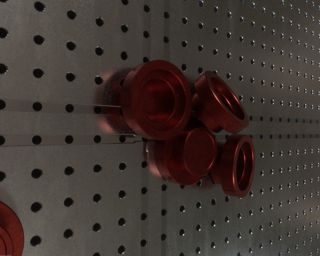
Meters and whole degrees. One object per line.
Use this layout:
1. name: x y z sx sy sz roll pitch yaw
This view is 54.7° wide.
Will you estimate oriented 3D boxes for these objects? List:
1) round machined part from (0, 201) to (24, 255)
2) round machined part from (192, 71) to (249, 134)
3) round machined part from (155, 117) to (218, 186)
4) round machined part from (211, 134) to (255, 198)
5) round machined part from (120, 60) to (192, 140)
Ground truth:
1. round machined part: -0.165 0.106 0.260 0.099 0.042 0.097 0 90 -40
2. round machined part: 0.082 -0.032 0.449 0.098 0.042 0.098 38 30 -27
3. round machined part: 0.043 0.032 0.437 0.099 0.042 0.097 0 90 -40
4. round machined part: 0.113 0.058 0.485 0.099 0.042 0.097 -6 98 -56
5. round machined part: -0.009 -0.034 0.392 0.099 0.042 0.097 0 89 -40
